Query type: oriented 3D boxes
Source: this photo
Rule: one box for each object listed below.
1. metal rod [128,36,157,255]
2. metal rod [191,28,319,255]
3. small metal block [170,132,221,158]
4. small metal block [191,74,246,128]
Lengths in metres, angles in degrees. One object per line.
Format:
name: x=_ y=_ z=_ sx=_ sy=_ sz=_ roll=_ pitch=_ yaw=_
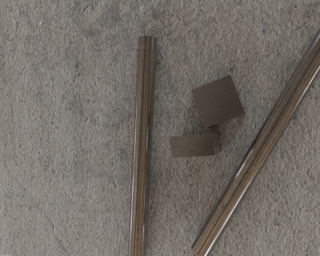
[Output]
metal rod: x=-0.024 y=0.029 z=0.416 sx=0.025 sy=0.025 sz=0.298 roll=3 pitch=91 yaw=19
metal rod: x=0.119 y=0.025 z=0.366 sx=0.025 sy=0.025 sz=0.298 roll=31 pitch=100 yaw=17
small metal block: x=0.045 y=0.020 z=0.379 sx=0.050 sy=0.050 sz=0.025 roll=-6 pitch=88 yaw=19
small metal block: x=0.073 y=-0.032 z=0.383 sx=0.050 sy=0.025 sz=0.050 roll=-21 pitch=83 yaw=18
